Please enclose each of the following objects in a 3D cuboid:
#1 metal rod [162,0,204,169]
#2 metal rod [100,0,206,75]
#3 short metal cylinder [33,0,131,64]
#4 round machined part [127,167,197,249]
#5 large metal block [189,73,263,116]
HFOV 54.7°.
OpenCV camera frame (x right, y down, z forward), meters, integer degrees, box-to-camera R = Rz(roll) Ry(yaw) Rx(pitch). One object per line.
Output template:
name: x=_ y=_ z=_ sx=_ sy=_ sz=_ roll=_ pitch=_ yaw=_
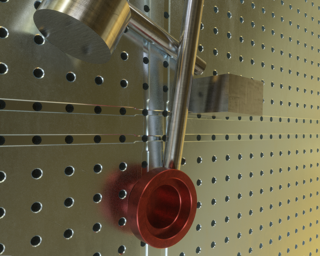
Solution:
metal rod: x=0.035 y=-0.091 z=0.409 sx=0.025 sy=0.025 sz=0.298 roll=2 pitch=98 yaw=-40
metal rod: x=-0.048 y=-0.143 z=0.369 sx=0.301 sy=0.025 sz=0.025 roll=26 pitch=73 yaw=-37
short metal cylinder: x=-0.076 y=-0.109 z=0.311 sx=0.080 sy=0.080 sz=0.050 roll=35 pitch=69 yaw=-35
round machined part: x=-0.001 y=0.099 z=0.399 sx=0.099 sy=0.042 sz=0.097 roll=-2 pitch=92 yaw=-39
large metal block: x=0.093 y=-0.044 z=0.454 sx=0.081 sy=0.080 sz=0.050 roll=3 pitch=88 yaw=-40
